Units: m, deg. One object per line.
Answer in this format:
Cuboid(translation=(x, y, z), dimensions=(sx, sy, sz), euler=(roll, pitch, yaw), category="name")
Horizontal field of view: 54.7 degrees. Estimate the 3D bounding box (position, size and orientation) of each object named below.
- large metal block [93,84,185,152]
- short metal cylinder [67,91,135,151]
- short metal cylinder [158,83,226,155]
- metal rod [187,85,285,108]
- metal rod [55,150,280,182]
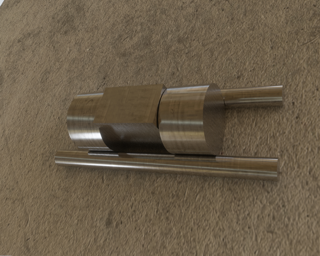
Cuboid(translation=(-0.020, -0.009, 0.383), dimensions=(0.080, 0.080, 0.050), euler=(0, 62, 28), category="large metal block")
Cuboid(translation=(-0.077, -0.009, 0.416), dimensions=(0.050, 0.080, 0.080), euler=(-1, 61, 28), category="short metal cylinder")
Cuboid(translation=(0.039, -0.010, 0.355), dimensions=(0.050, 0.080, 0.080), euler=(-1, 61, 28), category="short metal cylinder")
Cuboid(translation=(0.008, -0.036, 0.424), dimensions=(0.300, 0.025, 0.025), euler=(0, 62, 28), category="metal rod")
Cuboid(translation=(-0.012, 0.043, 0.386), dimensions=(0.300, 0.025, 0.025), euler=(0, 62, 28), category="metal rod")
